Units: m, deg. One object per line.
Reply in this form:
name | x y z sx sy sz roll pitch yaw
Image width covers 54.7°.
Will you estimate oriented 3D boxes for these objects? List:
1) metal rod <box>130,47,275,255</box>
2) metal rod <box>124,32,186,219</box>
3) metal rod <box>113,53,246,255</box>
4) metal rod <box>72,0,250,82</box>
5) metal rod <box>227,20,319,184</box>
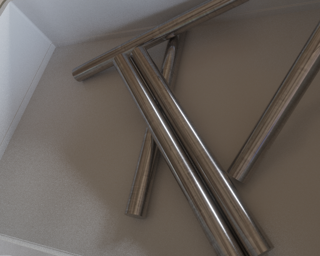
metal rod | 0.032 0.005 0.363 0.025 0.025 0.299 -33 58 6
metal rod | 0.001 -0.030 0.422 0.025 0.025 0.300 -1 61 27
metal rod | 0.008 0.016 0.365 0.025 0.025 0.299 -33 59 6
metal rod | -0.016 -0.134 0.467 0.300 0.025 0.025 -18 54 27
metal rod | 0.154 -0.076 0.306 0.025 0.025 0.299 37 103 38
